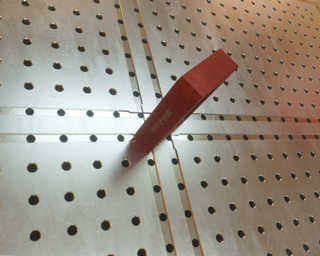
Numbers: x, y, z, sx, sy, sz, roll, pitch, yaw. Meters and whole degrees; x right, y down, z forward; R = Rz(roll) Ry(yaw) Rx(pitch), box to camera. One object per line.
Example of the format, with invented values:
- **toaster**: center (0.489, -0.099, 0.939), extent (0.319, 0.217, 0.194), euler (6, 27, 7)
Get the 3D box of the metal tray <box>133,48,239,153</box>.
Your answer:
- **metal tray**: center (0.028, -0.030, 0.375), extent (0.030, 0.129, 0.091), euler (47, 51, 4)
